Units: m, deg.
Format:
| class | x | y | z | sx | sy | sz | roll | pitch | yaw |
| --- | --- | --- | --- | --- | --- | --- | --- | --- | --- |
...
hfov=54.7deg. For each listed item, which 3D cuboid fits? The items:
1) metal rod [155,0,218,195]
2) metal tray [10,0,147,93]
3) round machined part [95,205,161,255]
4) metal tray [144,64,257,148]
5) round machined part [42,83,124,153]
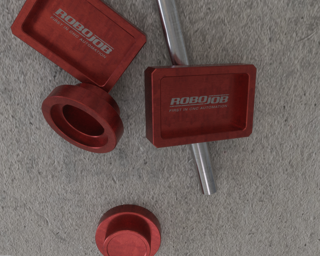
| class | x | y | z | sx | sy | sz | roll | pitch | yaw |
| --- | --- | --- | --- | --- | --- | --- | --- | --- | --- |
| metal rod | 0.034 | -0.047 | 0.392 | 0.025 | 0.025 | 0.298 | -13 | 110 | 5 |
| metal tray | -0.092 | -0.111 | 0.365 | 0.130 | 0.030 | 0.090 | 36 | 106 | -13 |
| round machined part | -0.048 | 0.167 | 0.462 | 0.099 | 0.042 | 0.097 | 0 | 110 | 0 |
| metal tray | 0.049 | -0.030 | 0.371 | 0.131 | 0.030 | 0.089 | -6 | 106 | -18 |
| round machined part | -0.088 | -0.016 | 0.377 | 0.098 | 0.042 | 0.097 | 16 | 143 | 13 |
